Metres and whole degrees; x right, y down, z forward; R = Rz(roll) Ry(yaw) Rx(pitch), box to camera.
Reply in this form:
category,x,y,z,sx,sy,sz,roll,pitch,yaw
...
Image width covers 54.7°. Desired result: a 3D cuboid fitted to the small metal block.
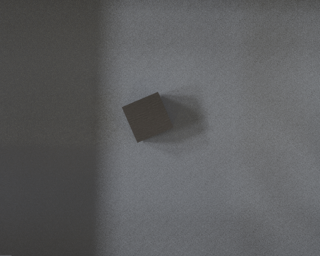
category,x,y,z,sx,sy,sz,roll,pitch,yaw
small metal block,-0.016,-0.014,0.408,0.050,0.025,0.050,-23,90,-1
